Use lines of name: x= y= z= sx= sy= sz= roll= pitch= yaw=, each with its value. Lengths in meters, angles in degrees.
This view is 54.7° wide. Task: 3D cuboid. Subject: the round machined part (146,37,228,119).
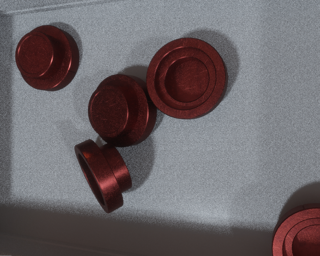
round machined part: x=0.036 y=-0.059 z=0.389 sx=0.098 sy=0.042 sz=0.097 roll=0 pitch=90 yaw=19

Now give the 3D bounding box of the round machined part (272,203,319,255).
round machined part: x=0.175 y=0.131 z=0.340 sx=0.098 sy=0.042 sz=0.097 roll=0 pitch=90 yaw=20

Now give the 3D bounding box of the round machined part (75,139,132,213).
round machined part: x=-0.071 y=0.058 z=0.408 sx=0.042 sy=0.098 sz=0.098 roll=-26 pitch=79 yaw=-22

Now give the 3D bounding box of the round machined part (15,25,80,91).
round machined part: x=-0.174 y=-0.106 z=0.463 sx=0.098 sy=0.042 sz=0.097 roll=0 pitch=90 yaw=20

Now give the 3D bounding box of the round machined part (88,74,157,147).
round machined part: x=-0.056 y=-0.022 z=0.410 sx=0.098 sy=0.042 sz=0.097 roll=3 pitch=96 yaw=32
